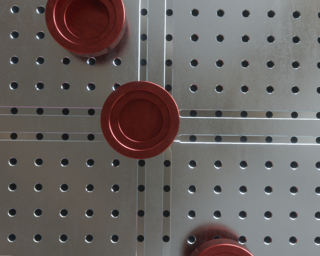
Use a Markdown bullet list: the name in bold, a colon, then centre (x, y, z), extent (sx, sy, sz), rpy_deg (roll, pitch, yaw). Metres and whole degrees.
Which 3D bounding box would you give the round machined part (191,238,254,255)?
- **round machined part**: centre (0.081, 0.193, 0.406), extent (0.099, 0.042, 0.097), rpy_deg (0, 90, -1)

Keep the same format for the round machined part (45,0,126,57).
- **round machined part**: centre (-0.093, -0.141, 0.404), extent (0.099, 0.042, 0.097), rpy_deg (0, 90, -1)

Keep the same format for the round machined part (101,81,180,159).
- **round machined part**: centre (-0.025, -0.010, 0.405), extent (0.099, 0.042, 0.097), rpy_deg (0, 90, -1)
